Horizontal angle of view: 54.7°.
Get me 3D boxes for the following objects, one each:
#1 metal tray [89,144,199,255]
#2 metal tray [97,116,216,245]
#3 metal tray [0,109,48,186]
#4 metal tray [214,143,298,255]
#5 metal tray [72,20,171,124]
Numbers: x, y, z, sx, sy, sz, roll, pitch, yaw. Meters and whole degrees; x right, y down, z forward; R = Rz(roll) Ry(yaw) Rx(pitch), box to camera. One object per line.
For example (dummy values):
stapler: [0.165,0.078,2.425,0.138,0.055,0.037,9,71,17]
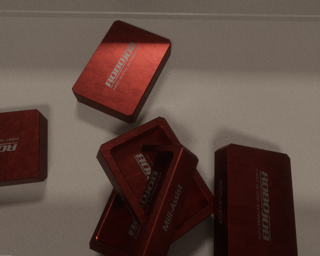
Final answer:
metal tray: [-0.018,0.082,0.342,0.030,0.090,0.130,39,62,-34]
metal tray: [-0.003,0.061,0.362,0.091,0.030,0.130,-27,80,-26]
metal tray: [-0.214,0.029,0.394,0.131,0.030,0.090,-6,70,-3]
metal tray: [0.110,0.089,0.359,0.091,0.030,0.130,11,69,-19]
metal tray: [-0.050,-0.081,0.436,0.090,0.030,0.130,24,71,8]
